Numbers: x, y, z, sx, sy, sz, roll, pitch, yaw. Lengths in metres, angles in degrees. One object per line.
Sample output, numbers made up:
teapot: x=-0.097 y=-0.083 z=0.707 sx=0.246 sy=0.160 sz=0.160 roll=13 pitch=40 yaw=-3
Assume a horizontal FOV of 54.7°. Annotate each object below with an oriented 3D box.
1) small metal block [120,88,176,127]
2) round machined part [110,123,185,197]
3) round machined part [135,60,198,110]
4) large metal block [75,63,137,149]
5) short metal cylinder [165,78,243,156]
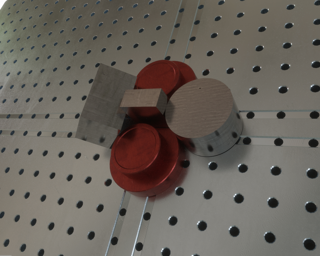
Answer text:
small metal block: x=-0.013 y=-0.024 z=0.385 sx=0.050 sy=0.050 sz=0.025 roll=1 pitch=63 yaw=29
round machined part: x=-0.022 y=0.033 z=0.389 sx=0.098 sy=0.042 sz=0.098 roll=-13 pitch=56 yaw=21
round machined part: x=0.003 y=-0.056 z=0.430 sx=0.098 sy=0.042 sz=0.098 roll=-13 pitch=56 yaw=21
large metal block: x=-0.075 y=-0.027 z=0.422 sx=0.050 sy=0.080 sz=0.080 roll=20 pitch=65 yaw=-12
short metal cylinder: x=0.053 y=-0.012 z=0.371 sx=0.080 sy=0.050 sz=0.080 roll=-13 pitch=56 yaw=21
